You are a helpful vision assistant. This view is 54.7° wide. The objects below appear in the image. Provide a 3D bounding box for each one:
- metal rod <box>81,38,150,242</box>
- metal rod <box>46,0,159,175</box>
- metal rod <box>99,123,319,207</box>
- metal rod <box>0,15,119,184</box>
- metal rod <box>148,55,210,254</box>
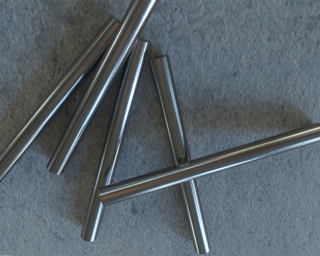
[{"bbox_3d":[-0.065,0.029,0.419,0.025,0.025,0.298,15,109,-6],"label":"metal rod"},{"bbox_3d":[-0.068,-0.059,0.371,0.025,0.025,0.298,29,113,-11],"label":"metal rod"},{"bbox_3d":[0.070,0.047,0.405,0.302,0.025,0.025,-16,110,-4],"label":"metal rod"},{"bbox_3d":[-0.148,-0.019,0.400,0.025,0.025,0.299,40,105,-14],"label":"metal rod"},{"bbox_3d":[0.032,0.050,0.428,0.025,0.025,0.298,-13,110,4],"label":"metal rod"}]
